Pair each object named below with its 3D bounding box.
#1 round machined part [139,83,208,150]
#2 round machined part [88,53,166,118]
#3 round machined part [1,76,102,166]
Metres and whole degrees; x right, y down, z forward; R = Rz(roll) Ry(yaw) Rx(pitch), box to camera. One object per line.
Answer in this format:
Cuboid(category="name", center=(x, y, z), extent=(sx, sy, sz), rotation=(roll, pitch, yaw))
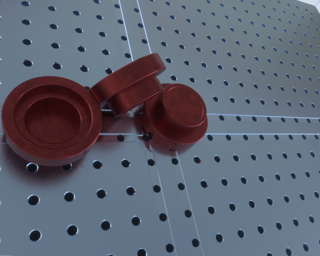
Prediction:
Cuboid(category="round machined part", center=(0.025, -0.022, 0.426), extent=(0.099, 0.042, 0.098), rotation=(14, 56, -21))
Cuboid(category="round machined part", center=(-0.035, -0.047, 0.375), extent=(0.099, 0.098, 0.042), rotation=(-33, 95, -38))
Cuboid(category="round machined part", center=(-0.116, -0.004, 0.335), extent=(0.099, 0.042, 0.098), rotation=(11, 60, -19))
